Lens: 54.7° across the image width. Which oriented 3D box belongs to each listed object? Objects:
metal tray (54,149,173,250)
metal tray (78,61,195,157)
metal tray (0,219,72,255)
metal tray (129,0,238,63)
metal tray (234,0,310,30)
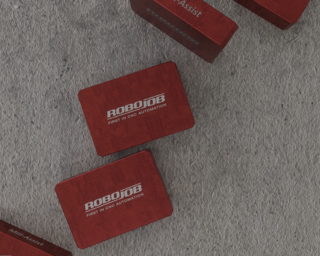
[{"bbox_3d":[-0.058,0.091,0.407,0.131,0.030,0.090,-21,90,0],"label":"metal tray"},{"bbox_3d":[-0.030,-0.024,0.407,0.131,0.030,0.090,-18,90,0],"label":"metal tray"},{"bbox_3d":[-0.195,0.184,0.406,0.131,0.030,0.090,25,90,0],"label":"metal tray"},{"bbox_3d":[0.024,-0.135,0.377,0.130,0.090,0.030,34,90,0],"label":"metal tray"},{"bbox_3d":[0.167,-0.209,0.408,0.090,0.030,0.130,31,90,0],"label":"metal tray"}]
